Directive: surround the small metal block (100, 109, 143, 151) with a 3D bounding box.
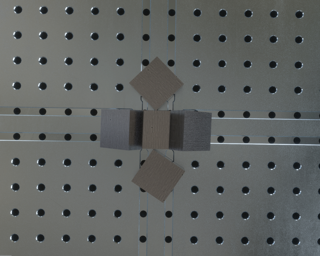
[{"bbox_3d":[-0.050,0.001,0.400,0.050,0.025,0.050,3,91,36],"label":"small metal block"}]

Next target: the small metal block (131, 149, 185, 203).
[{"bbox_3d":[-0.002,0.062,0.413,0.050,0.025,0.050,34,90,1],"label":"small metal block"}]

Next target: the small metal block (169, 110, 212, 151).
[{"bbox_3d":[0.040,0.004,0.400,0.050,0.025,0.050,3,90,-41],"label":"small metal block"}]

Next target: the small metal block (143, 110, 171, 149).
[{"bbox_3d":[-0.004,0.002,0.413,0.050,0.025,0.050,1,89,0],"label":"small metal block"}]

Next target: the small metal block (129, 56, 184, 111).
[{"bbox_3d":[-0.004,-0.058,0.413,0.050,0.025,0.050,-44,89,-1],"label":"small metal block"}]
